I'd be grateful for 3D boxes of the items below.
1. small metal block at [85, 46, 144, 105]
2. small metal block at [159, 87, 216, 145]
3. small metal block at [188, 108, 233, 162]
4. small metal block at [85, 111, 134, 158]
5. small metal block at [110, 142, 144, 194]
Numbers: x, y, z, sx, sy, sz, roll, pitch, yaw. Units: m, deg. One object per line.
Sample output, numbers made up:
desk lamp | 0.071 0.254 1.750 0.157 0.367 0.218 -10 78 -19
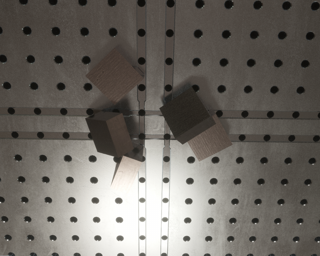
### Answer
small metal block | -0.055 -0.066 0.388 0.050 0.025 0.050 -40 106 13
small metal block | 0.035 -0.015 0.393 0.050 0.050 0.025 -33 149 11
small metal block | 0.062 0.009 0.418 0.050 0.025 0.050 -29 108 9
small metal block | -0.066 0.007 0.400 0.025 0.050 0.050 -30 114 -36
small metal block | -0.044 0.051 0.419 0.025 0.050 0.050 21 109 -8
